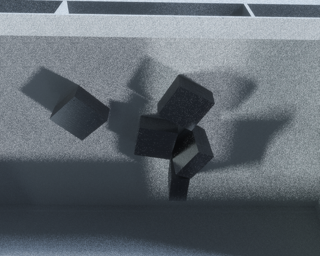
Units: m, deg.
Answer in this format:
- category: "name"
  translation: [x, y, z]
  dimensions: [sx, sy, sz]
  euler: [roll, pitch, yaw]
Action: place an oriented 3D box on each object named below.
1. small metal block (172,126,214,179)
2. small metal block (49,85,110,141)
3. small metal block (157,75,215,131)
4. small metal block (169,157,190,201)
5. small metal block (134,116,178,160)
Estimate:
- category: "small metal block"
  translation: [0.041, 0.032, 0.418]
  dimensions: [0.025, 0.050, 0.050]
  euler: [20, 128, -28]
- category: "small metal block"
  translation: [-0.101, -0.018, 0.393]
  dimensions: [0.050, 0.025, 0.050]
  euler: [-35, 122, 26]
- category: "small metal block"
  translation: [0.031, -0.030, 0.384]
  dimensions: [0.050, 0.025, 0.050]
  euler: [24, 126, -19]
- category: "small metal block"
  translation: [0.027, 0.071, 0.453]
  dimensions: [0.025, 0.050, 0.050]
  euler: [2, 130, -2]
- category: "small metal block"
  translation: [-0.006, 0.014, 0.421]
  dimensions: [0.050, 0.025, 0.050]
  euler: [9, 130, -7]
